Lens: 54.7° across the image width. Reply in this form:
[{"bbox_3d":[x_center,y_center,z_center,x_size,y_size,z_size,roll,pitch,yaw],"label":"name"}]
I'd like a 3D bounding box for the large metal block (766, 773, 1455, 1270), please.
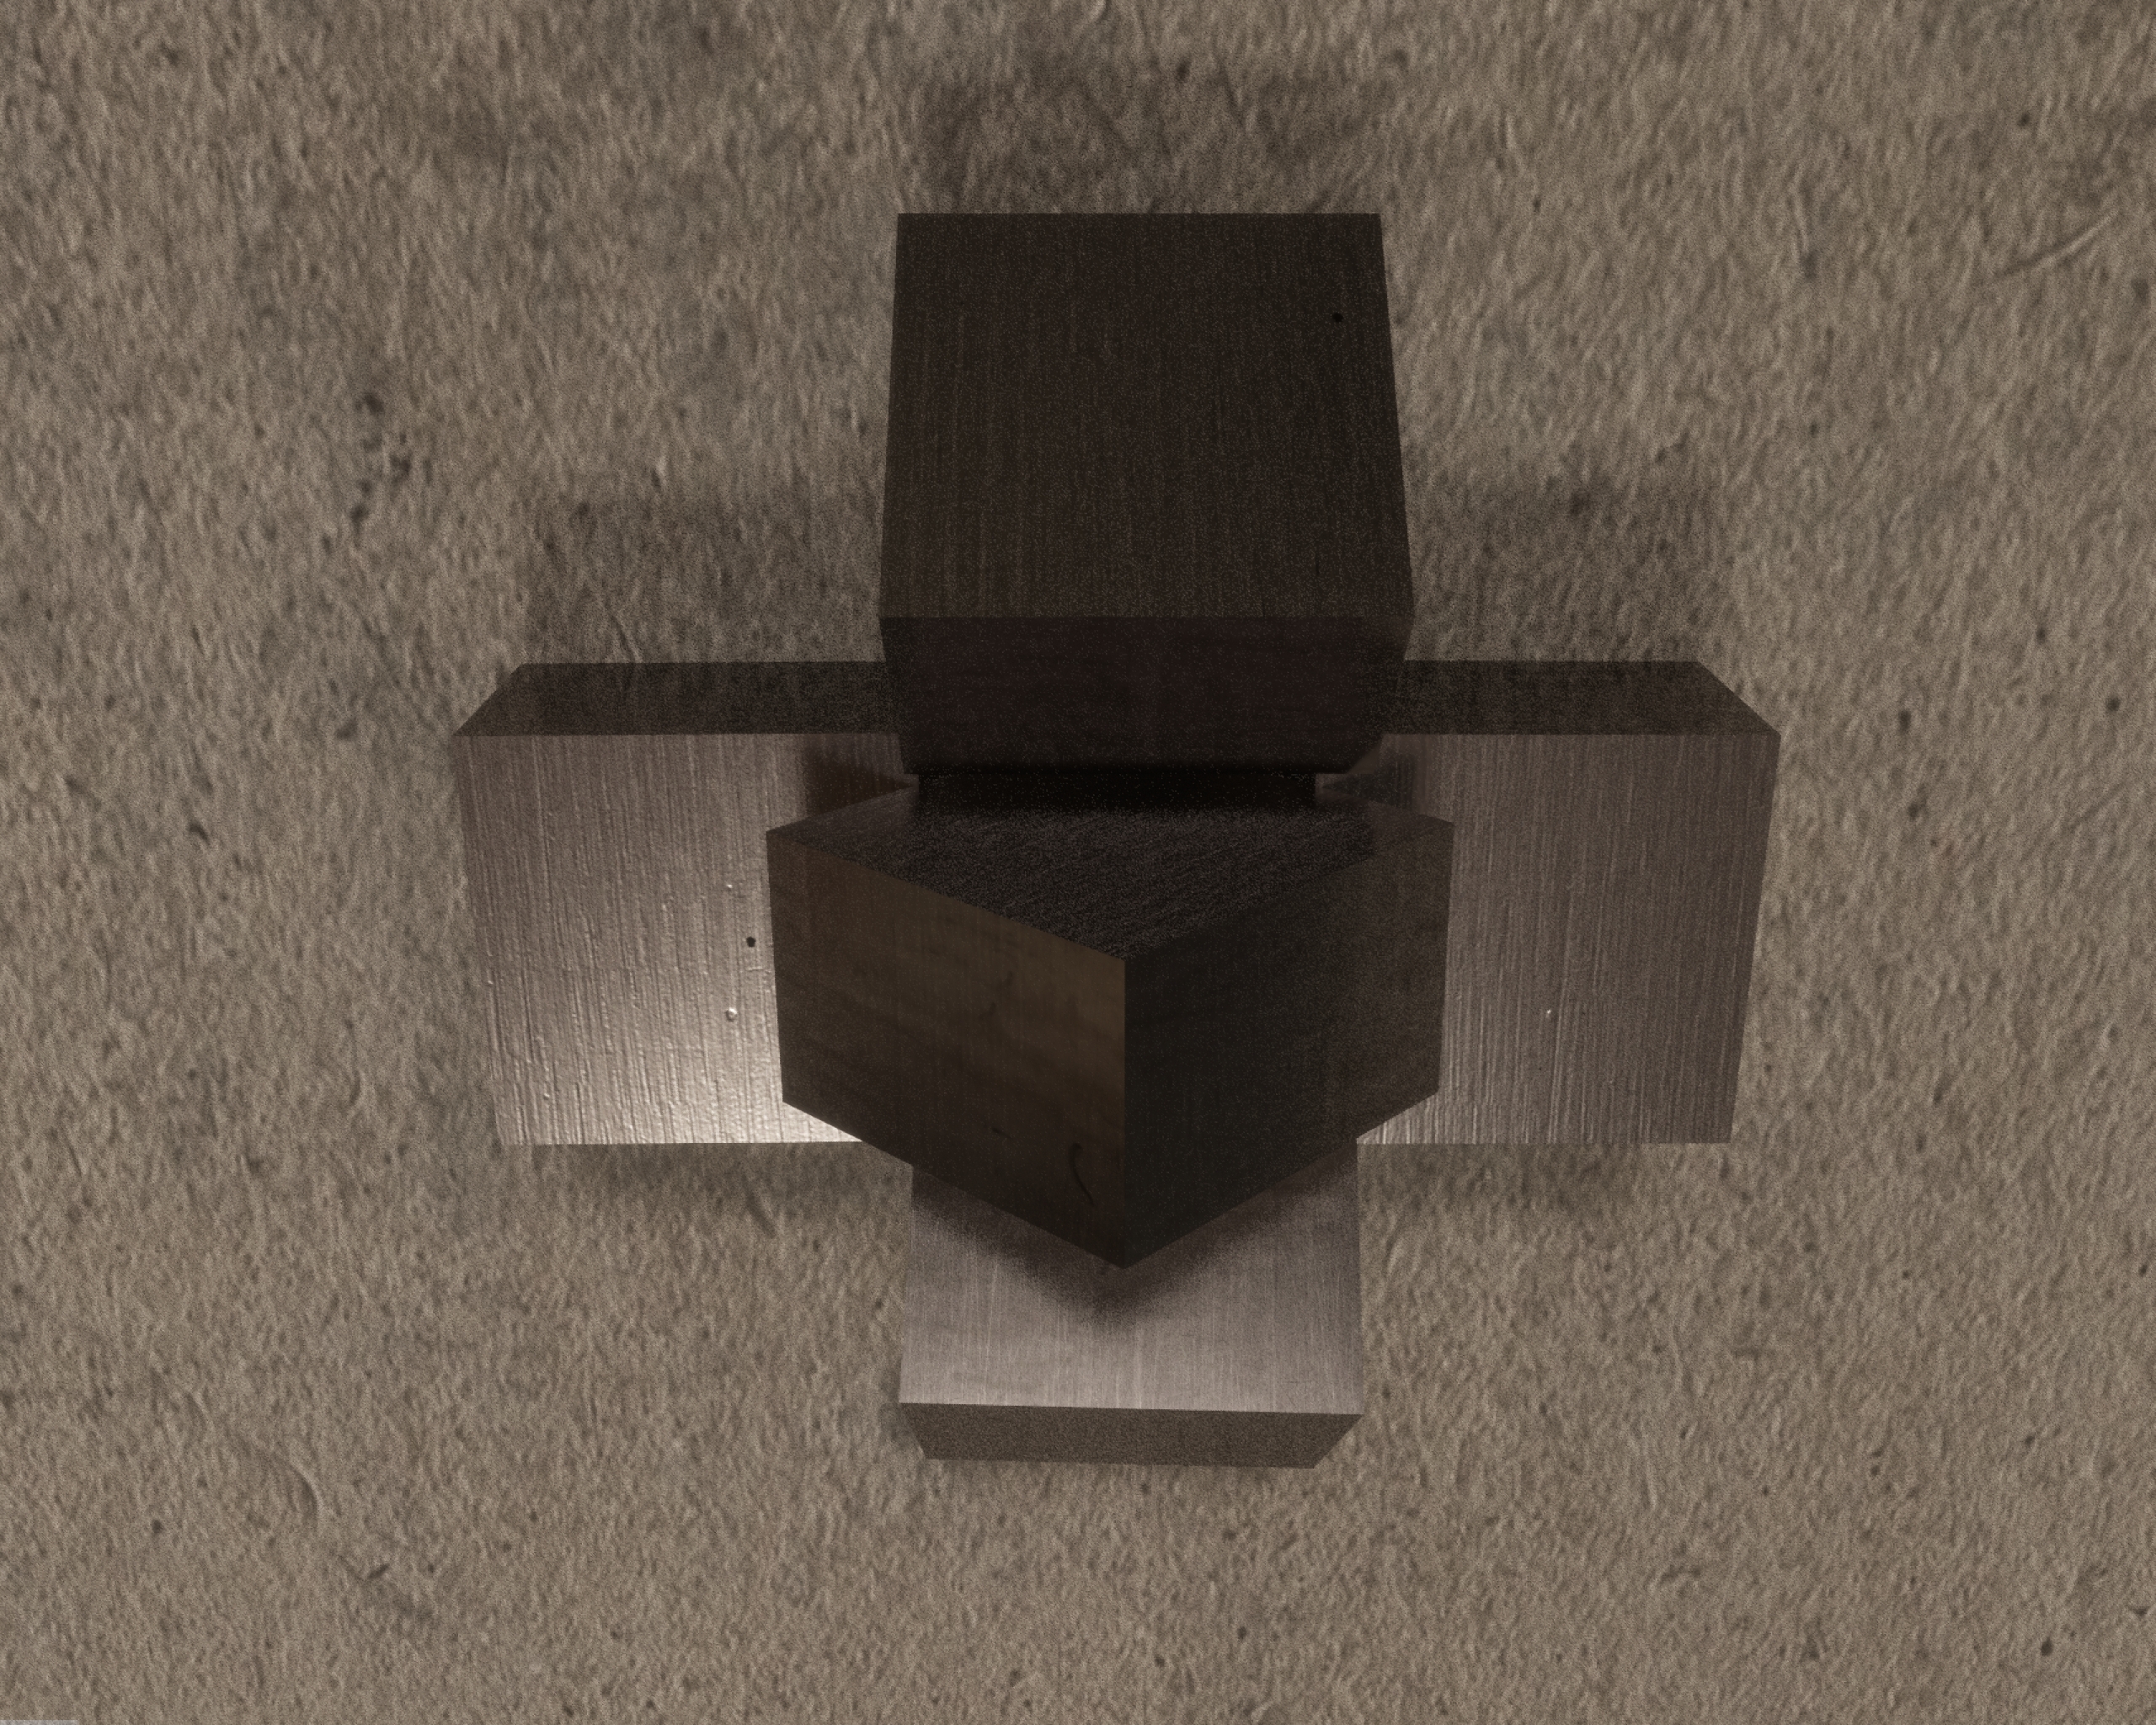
[{"bbox_3d":[0.006,0.017,0.353,0.080,0.081,0.050,18,117,41],"label":"large metal block"}]

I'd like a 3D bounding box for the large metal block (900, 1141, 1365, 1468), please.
[{"bbox_3d":[0.010,0.087,0.407,0.081,0.080,0.050,1,67,0],"label":"large metal block"}]

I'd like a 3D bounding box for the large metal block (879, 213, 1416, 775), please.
[{"bbox_3d":[0.010,-0.062,0.353,0.081,0.080,0.050,0,154,0],"label":"large metal block"}]

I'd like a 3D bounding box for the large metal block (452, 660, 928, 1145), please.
[{"bbox_3d":[-0.068,0.006,0.399,0.081,0.050,0.079,-1,110,-1],"label":"large metal block"}]

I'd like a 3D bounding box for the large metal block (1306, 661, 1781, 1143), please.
[{"bbox_3d":[0.081,0.006,0.398,0.081,0.050,0.079,0,110,-1],"label":"large metal block"}]
